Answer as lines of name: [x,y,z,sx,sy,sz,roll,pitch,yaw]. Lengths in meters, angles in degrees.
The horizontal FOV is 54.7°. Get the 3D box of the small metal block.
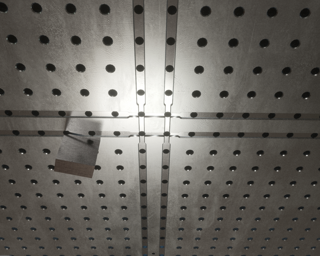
small metal block: [-0.113,0.038,0.426,0.050,0.050,0.025,13,129,-11]
